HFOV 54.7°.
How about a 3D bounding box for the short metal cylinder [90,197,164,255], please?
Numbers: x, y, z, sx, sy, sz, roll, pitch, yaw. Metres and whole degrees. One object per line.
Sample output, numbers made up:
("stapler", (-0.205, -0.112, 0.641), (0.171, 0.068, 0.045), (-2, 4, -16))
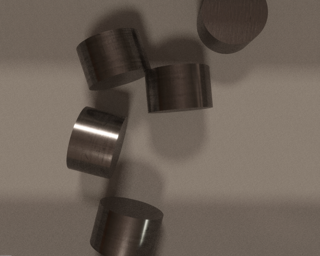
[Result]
("short metal cylinder", (-0.041, 0.122, 0.384), (0.080, 0.080, 0.050), (14, 90, -1))

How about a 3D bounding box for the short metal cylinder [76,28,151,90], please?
("short metal cylinder", (-0.056, -0.083, 0.383), (0.080, 0.080, 0.050), (-18, 90, 0))

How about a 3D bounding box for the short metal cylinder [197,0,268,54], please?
("short metal cylinder", (0.091, -0.141, 0.400), (0.081, 0.050, 0.079), (0, 90, -1))

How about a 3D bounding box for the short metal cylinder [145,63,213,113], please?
("short metal cylinder", (0.023, -0.047, 0.384), (0.081, 0.080, 0.050), (-5, 90, -1))

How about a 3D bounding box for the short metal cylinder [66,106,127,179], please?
("short metal cylinder", (-0.076, 0.018, 0.383), (0.050, 0.080, 0.080), (15, 90, -1))
